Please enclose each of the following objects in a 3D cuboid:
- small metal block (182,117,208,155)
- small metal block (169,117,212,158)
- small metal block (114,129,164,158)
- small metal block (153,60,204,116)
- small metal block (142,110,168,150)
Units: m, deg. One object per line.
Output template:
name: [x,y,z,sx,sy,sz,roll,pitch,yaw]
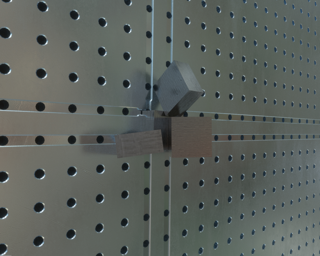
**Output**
small metal block: [0.050,0.012,0.436,0.050,0.025,0.050,7,85,-71]
small metal block: [0.038,0.011,0.392,0.050,0.025,0.050,0,90,-7]
small metal block: [-0.024,0.017,0.358,0.050,0.050,0.025,-7,89,-5]
small metal block: [0.022,-0.049,0.397,0.025,0.050,0.050,4,52,-39]
small metal block: [0.004,0.003,0.411,0.050,0.025,0.050,3,88,-40]
